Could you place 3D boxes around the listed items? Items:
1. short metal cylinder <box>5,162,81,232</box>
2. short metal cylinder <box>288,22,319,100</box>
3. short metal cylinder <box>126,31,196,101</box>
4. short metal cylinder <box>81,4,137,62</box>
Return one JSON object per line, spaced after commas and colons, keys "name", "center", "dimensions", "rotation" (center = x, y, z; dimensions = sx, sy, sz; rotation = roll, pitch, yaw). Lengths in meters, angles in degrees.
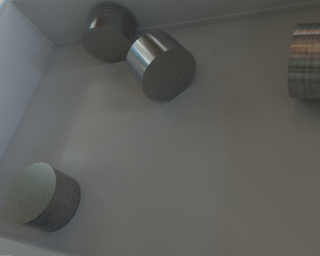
{"name": "short metal cylinder", "center": [-0.154, 0.092, 0.412], "dimensions": [0.080, 0.050, 0.080], "rotation": [-13, 56, 20]}
{"name": "short metal cylinder", "center": [0.169, -0.069, 0.324], "dimensions": [0.050, 0.080, 0.080], "rotation": [8, 66, 31]}
{"name": "short metal cylinder", "center": [0.001, -0.083, 0.419], "dimensions": [0.080, 0.080, 0.050], "rotation": [-38, 51, 2]}
{"name": "short metal cylinder", "center": [-0.082, -0.153, 0.505], "dimensions": [0.080, 0.080, 0.050], "rotation": [-6, 59, 25]}
